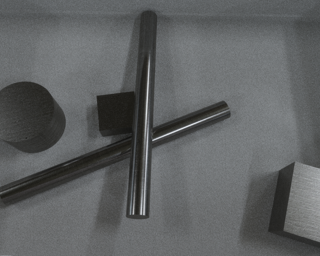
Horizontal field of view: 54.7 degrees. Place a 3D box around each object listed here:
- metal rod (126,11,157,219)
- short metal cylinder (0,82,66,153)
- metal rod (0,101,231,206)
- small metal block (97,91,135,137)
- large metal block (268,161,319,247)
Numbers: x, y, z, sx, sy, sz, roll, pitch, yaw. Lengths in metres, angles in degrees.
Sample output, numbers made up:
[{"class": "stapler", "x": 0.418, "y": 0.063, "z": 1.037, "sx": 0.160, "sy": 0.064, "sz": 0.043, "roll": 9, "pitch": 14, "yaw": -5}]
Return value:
[{"class": "metal rod", "x": -0.020, "y": -0.037, "z": 0.402, "sx": 0.025, "sy": 0.025, "sz": 0.299, "roll": 2, "pitch": 62, "yaw": 0}, {"class": "short metal cylinder", "x": -0.169, "y": -0.013, "z": 0.399, "sx": 0.081, "sy": 0.050, "sz": 0.080, "roll": 0, "pitch": 70, "yaw": 0}, {"class": "metal rod", "x": -0.050, "y": 0.029, "z": 0.398, "sx": 0.302, "sy": 0.025, "sz": 0.025, "roll": -21, "pitch": 72, "yaw": -8}, {"class": "small metal block", "x": -0.056, "y": -0.019, "z": 0.416, "sx": 0.050, "sy": 0.025, "sz": 0.050, "roll": -8, "pitch": 70, "yaw": -3}, {"class": "large metal block", "x": 0.182, "y": 0.094, "z": 0.364, "sx": 0.080, "sy": 0.050, "sz": 0.080, "roll": 17, "pitch": 71, "yaw": 5}]
